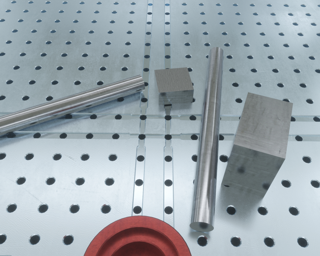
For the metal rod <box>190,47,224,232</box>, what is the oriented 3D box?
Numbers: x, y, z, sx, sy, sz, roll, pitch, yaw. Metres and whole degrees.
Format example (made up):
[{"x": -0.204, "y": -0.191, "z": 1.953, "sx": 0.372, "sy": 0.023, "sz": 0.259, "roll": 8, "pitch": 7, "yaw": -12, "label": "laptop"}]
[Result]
[{"x": 0.068, "y": -0.010, "z": 0.417, "sx": 0.025, "sy": 0.025, "sz": 0.300, "roll": 8, "pitch": 50, "yaw": 6, "label": "metal rod"}]

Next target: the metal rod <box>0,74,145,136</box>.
[{"x": -0.164, "y": -0.019, "z": 0.421, "sx": 0.302, "sy": 0.025, "sz": 0.025, "roll": -20, "pitch": 53, "yaw": -17, "label": "metal rod"}]

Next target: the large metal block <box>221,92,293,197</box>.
[{"x": 0.111, "y": 0.020, "z": 0.357, "sx": 0.050, "sy": 0.080, "sz": 0.080, "roll": 16, "pitch": 52, "yaw": 13, "label": "large metal block"}]

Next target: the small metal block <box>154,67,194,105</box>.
[{"x": 0.020, "y": -0.063, "z": 0.461, "sx": 0.050, "sy": 0.025, "sz": 0.050, "roll": -6, "pitch": 50, "yaw": -5, "label": "small metal block"}]

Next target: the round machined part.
[{"x": -0.020, "y": 0.135, "z": 0.283, "sx": 0.099, "sy": 0.042, "sz": 0.098, "roll": 0, "pitch": 50, "yaw": 0, "label": "round machined part"}]
